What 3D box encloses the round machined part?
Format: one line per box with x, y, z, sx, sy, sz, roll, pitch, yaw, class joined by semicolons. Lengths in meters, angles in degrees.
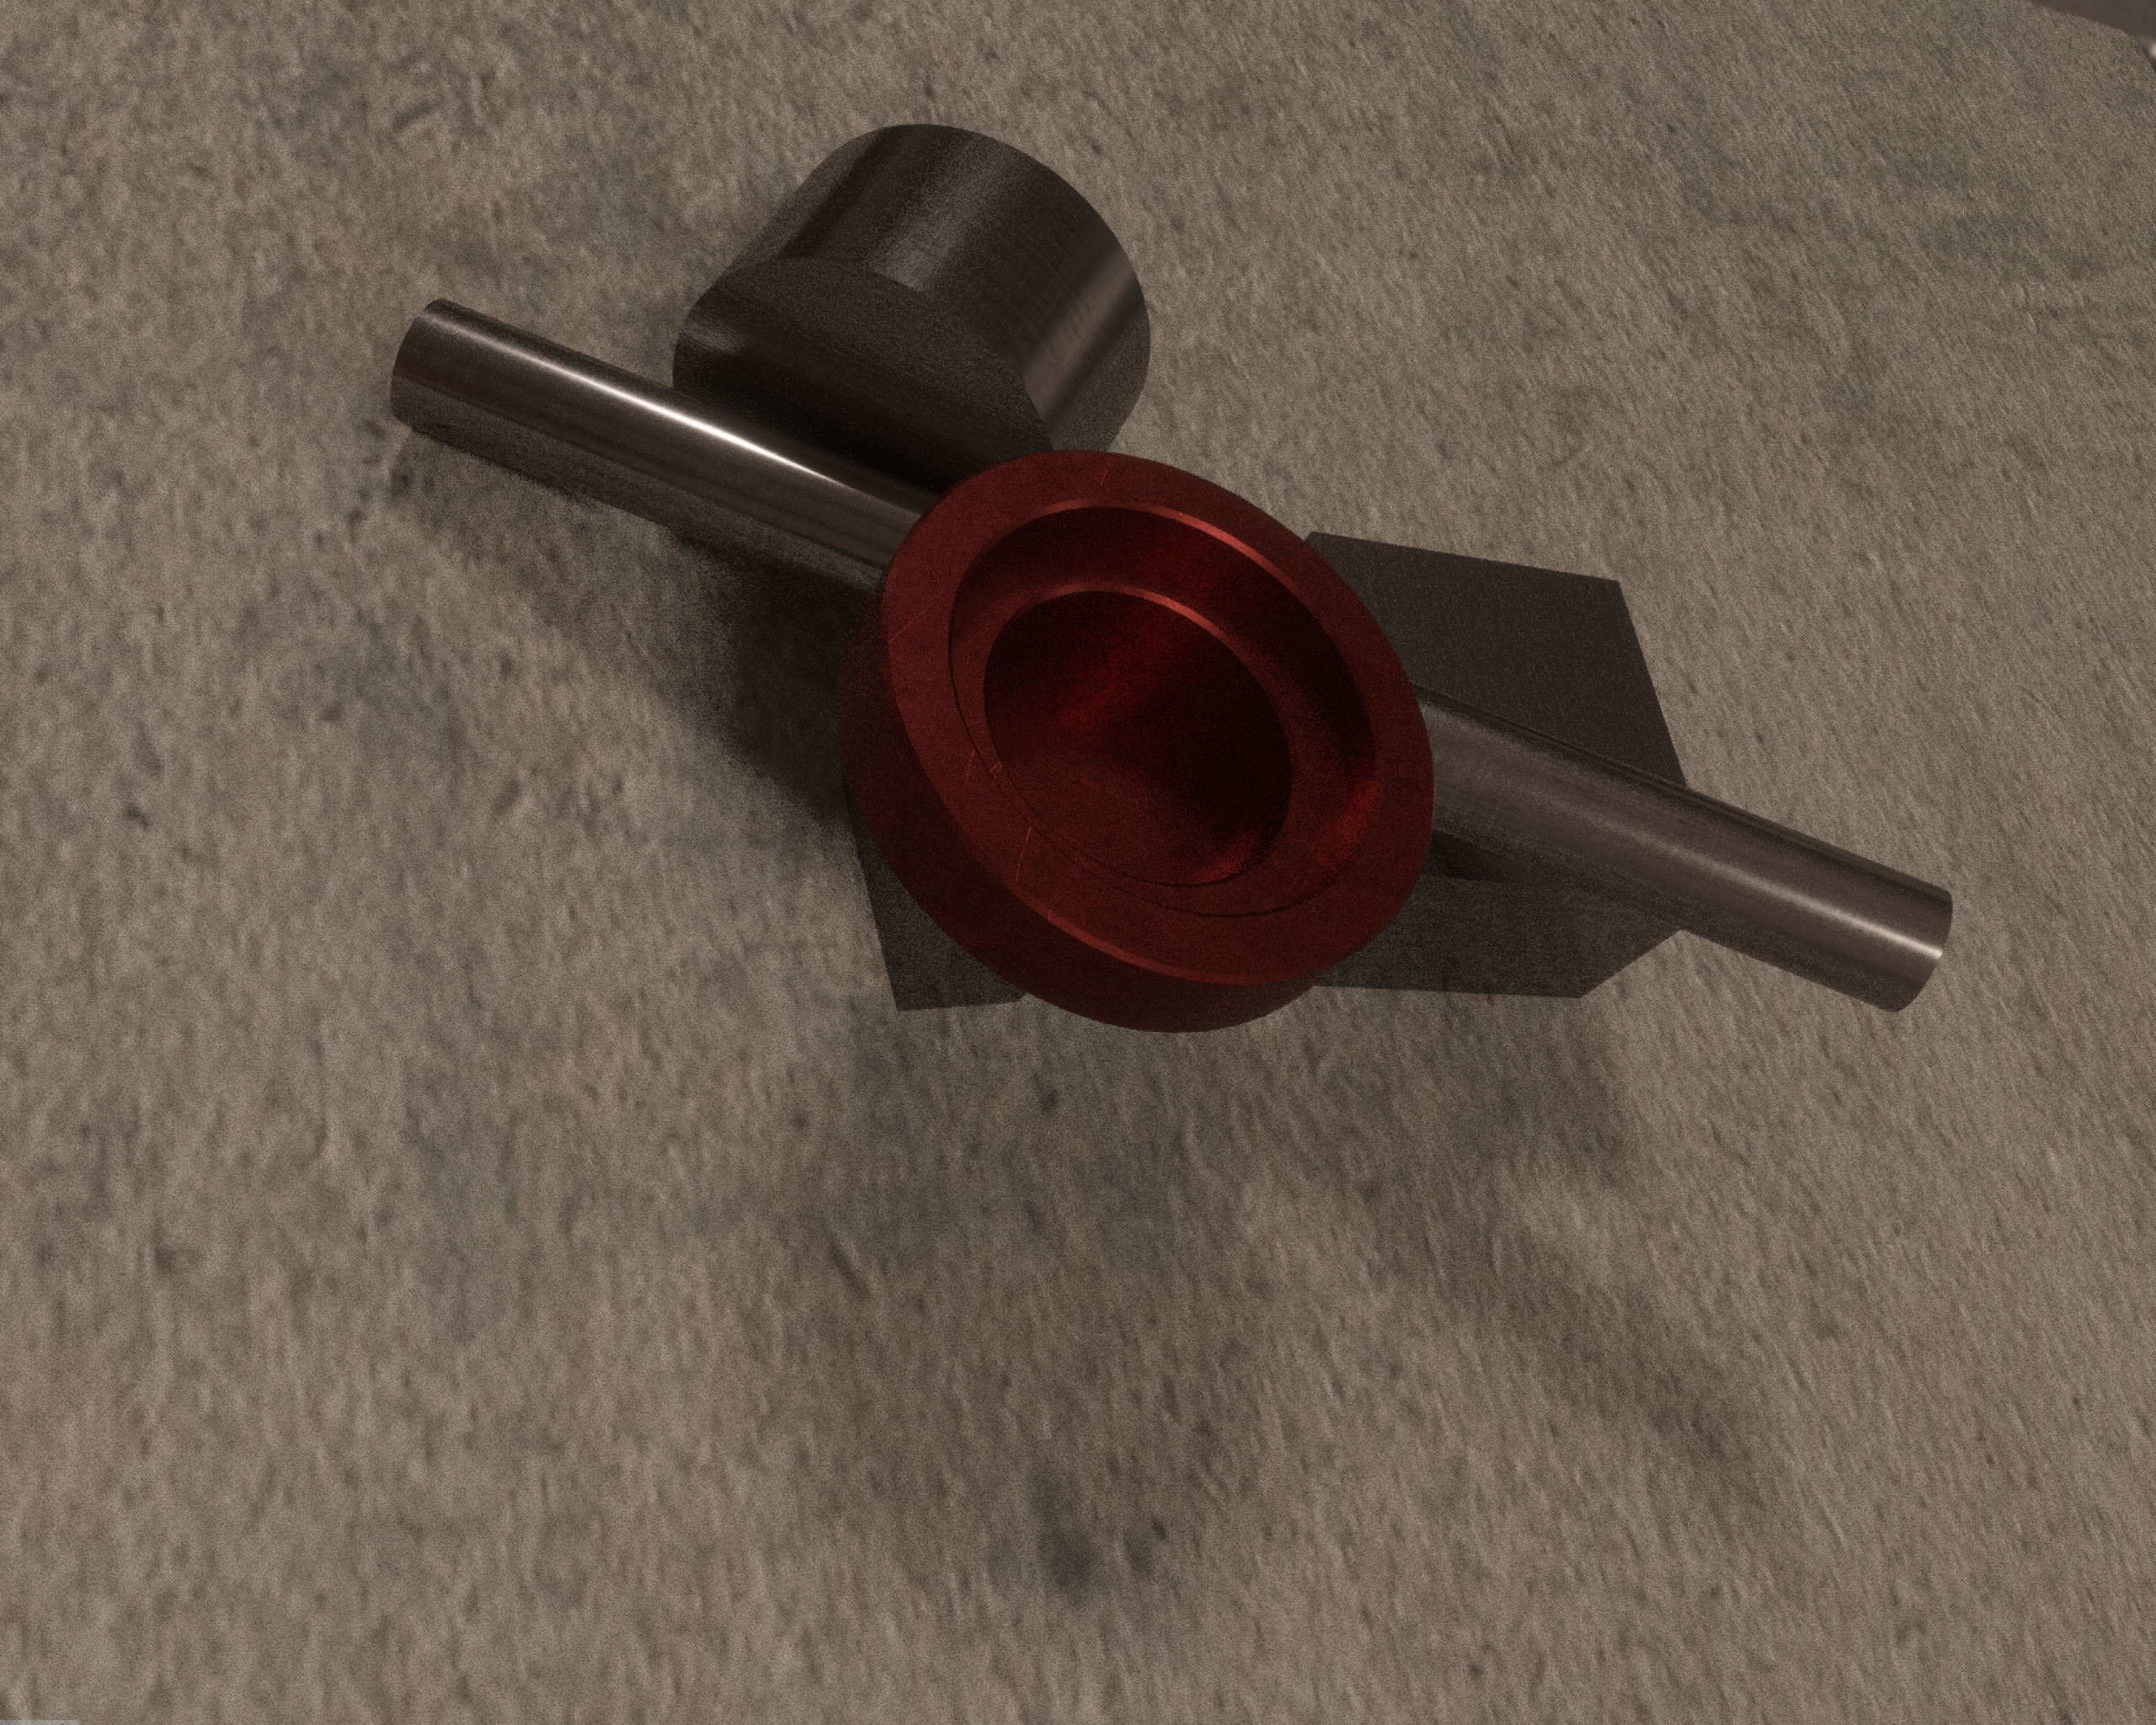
0.006;-0.016;0.346;0.099;0.042;0.098;13;57;-22;round machined part

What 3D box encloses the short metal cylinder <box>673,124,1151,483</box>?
-0.032;-0.097;0.413;0.080;0.080;0.050;33;51;-8;short metal cylinder

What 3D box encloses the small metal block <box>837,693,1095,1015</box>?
-0.019;-0.006;0.384;0.025;0.050;0.050;-2;63;-30;small metal block

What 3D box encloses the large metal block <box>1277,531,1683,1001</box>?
0.080;-0.018;0.446;0.081;0.050;0.080;4;60;-27;large metal block

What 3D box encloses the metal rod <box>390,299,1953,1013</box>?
0.016;-0.039;0.391;0.301;0.025;0.025;22;52;2;metal rod
